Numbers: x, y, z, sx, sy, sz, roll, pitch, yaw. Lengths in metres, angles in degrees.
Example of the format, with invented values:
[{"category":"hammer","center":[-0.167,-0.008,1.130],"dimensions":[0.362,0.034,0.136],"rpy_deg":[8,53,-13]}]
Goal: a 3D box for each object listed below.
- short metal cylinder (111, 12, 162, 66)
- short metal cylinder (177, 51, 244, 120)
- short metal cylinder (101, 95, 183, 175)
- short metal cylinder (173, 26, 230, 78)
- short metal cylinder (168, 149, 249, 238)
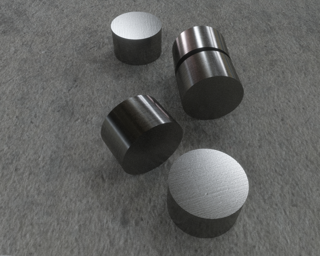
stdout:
[{"category":"short metal cylinder","center":[-0.038,-0.148,0.511],"dimensions":[0.081,0.050,0.080],"rpy_deg":[0,50,0]},{"category":"short metal cylinder","center":[0.065,-0.056,0.415],"dimensions":[0.081,0.080,0.050],"rpy_deg":[-5,51,-5]},{"category":"short metal cylinder","center":[-0.021,0.008,0.360],"dimensions":[0.081,0.080,0.050],"rpy_deg":[-27,55,-21]},{"category":"short metal cylinder","center":[0.060,-0.100,0.452],"dimensions":[0.081,0.080,0.050],"rpy_deg":[-2,50,-2]},{"category":"short metal cylinder","center":[0.048,0.069,0.330],"dimensions":[0.081,0.050,0.080],"rpy_deg":[0,50,0]}]
